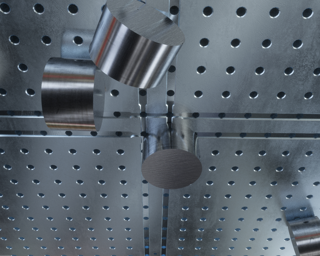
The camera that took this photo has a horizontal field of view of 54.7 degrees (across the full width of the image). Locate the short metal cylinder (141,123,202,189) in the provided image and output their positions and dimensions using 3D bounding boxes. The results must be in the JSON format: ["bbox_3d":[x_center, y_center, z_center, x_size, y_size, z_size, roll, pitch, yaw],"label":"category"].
[{"bbox_3d":[0.016,0.040,0.429,0.081,0.050,0.079,0,130,0],"label":"short metal cylinder"}]

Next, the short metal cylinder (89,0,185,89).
[{"bbox_3d":[-0.023,-0.084,0.304,0.080,0.080,0.050,21,127,-17],"label":"short metal cylinder"}]

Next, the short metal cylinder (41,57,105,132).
[{"bbox_3d":[-0.092,-0.037,0.343,0.050,0.080,0.079,3,130,-2],"label":"short metal cylinder"}]

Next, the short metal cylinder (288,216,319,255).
[{"bbox_3d":[0.265,0.202,0.550,0.050,0.080,0.080,-15,129,12],"label":"short metal cylinder"}]
